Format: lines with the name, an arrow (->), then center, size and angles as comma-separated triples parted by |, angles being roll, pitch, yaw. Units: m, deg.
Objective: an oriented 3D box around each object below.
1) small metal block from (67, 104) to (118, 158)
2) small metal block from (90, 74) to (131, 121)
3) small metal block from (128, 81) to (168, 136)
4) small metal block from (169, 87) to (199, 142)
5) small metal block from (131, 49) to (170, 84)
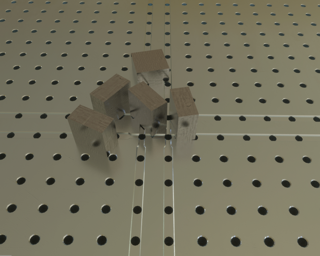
small metal block -> -0.083, 0.004, 0.387 | 0.050, 0.050, 0.025 | 22, 54, 17
small metal block -> -0.064, -0.037, 0.422 | 0.025, 0.050, 0.050 | 31, 56, 23
small metal block -> -0.016, -0.026, 0.413 | 0.025, 0.050, 0.050 | -32, 57, -24
small metal block -> 0.030, -0.018, 0.407 | 0.025, 0.050, 0.050 | -8, 51, -7
small metal block -> -0.016, -0.097, 0.489 | 0.050, 0.025, 0.050 | -10, 51, -9
